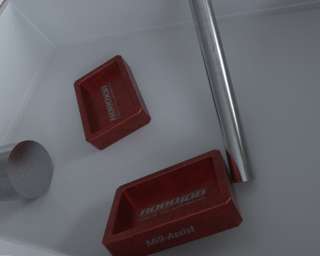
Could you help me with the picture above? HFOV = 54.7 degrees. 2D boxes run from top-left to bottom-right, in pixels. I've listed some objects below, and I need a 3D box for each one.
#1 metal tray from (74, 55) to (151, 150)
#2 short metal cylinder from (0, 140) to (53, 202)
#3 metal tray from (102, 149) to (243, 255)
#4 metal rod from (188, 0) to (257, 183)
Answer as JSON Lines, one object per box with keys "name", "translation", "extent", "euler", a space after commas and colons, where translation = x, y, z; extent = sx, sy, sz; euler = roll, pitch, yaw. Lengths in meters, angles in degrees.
{"name": "metal tray", "translation": [-0.076, -0.041, 0.465], "extent": [0.090, 0.030, 0.130], "euler": [-30, 52, 8]}
{"name": "short metal cylinder", "translation": [-0.199, 0.061, 0.435], "extent": [0.050, 0.080, 0.080], "euler": [-11, 57, 22]}
{"name": "metal tray", "translation": [0.011, 0.078, 0.321], "extent": [0.130, 0.030, 0.090], "euler": [-23, 23, 13]}
{"name": "metal rod", "translation": [0.059, -0.089, 0.350], "extent": [0.025, 0.025, 0.298], "euler": [-15, 80, 19]}
